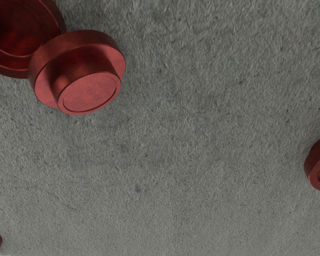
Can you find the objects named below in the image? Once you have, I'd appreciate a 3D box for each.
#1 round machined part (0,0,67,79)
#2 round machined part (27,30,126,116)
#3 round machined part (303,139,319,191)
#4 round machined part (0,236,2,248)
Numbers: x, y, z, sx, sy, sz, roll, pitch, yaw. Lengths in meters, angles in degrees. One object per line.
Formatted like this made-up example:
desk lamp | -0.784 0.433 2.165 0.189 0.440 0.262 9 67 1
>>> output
round machined part | -0.143 -0.101 0.308 0.099 0.042 0.097 0 130 0
round machined part | -0.080 -0.050 0.321 0.099 0.042 0.098 -26 158 -11
round machined part | 0.253 0.045 0.436 0.099 0.042 0.097 0 130 0
round machined part | -0.357 0.225 0.584 0.099 0.042 0.097 0 130 0
